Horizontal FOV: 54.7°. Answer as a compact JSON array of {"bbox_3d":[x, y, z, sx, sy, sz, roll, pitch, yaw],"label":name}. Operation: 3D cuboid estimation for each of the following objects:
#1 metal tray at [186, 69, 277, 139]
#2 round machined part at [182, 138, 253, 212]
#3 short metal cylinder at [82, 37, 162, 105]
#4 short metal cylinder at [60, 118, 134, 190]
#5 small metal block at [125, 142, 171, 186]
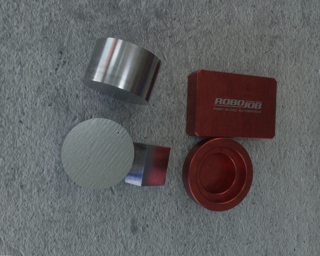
[{"bbox_3d":[0.104,-0.031,0.445,0.131,0.030,0.089,3,89,-20],"label":"metal tray"},{"bbox_3d":[0.075,0.062,0.428,0.099,0.042,0.097,0,90,-20],"label":"round machined part"},{"bbox_3d":[-0.044,-0.064,0.364,0.080,0.080,0.050,20,84,-19],"label":"short metal cylinder"},{"bbox_3d":[-0.076,0.029,0.368,0.081,0.050,0.080,0,90,-20],"label":"short metal cylinder"},{"bbox_3d":[-0.014,0.046,0.391,0.050,0.025,0.050,14,84,-55],"label":"small metal block"}]
